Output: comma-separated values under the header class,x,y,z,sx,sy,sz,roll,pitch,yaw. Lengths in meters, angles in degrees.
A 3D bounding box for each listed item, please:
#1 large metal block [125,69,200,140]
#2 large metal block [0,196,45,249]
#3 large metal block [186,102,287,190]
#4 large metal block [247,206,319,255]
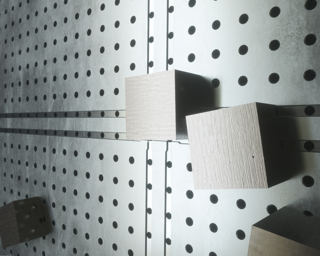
class,x,y,z,sx,sy,sz,roll,pitch,yaw
large metal block,0.003,-0.026,0.392,0.080,0.050,0.080,-2,89,40
large metal block,-0.284,0.192,0.630,0.080,0.050,0.080,-27,73,37
large metal block,0.079,0.021,0.328,0.080,0.050,0.080,-11,83,39
large metal block,0.130,0.112,0.266,0.080,0.081,0.050,11,97,39
